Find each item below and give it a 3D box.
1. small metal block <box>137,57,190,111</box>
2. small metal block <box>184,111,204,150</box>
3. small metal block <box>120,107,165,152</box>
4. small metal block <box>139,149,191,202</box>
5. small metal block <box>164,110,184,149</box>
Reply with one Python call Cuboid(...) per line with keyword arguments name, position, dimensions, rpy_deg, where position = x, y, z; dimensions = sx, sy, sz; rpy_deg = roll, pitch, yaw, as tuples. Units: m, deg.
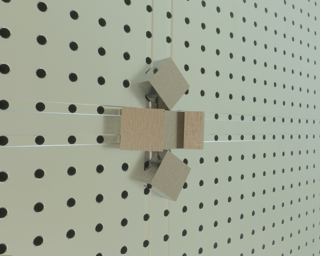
Cuboid(name="small metal block", position=(0.006, -0.057, 0.413), dimensions=(0.050, 0.025, 0.050), rpy_deg=(-52, 120, -28))
Cuboid(name="small metal block", position=(0.048, 0.004, 0.431), dimensions=(0.050, 0.025, 0.050), rpy_deg=(11, 80, -80))
Cuboid(name="small metal block", position=(-0.021, 0.002, 0.374), dimensions=(0.050, 0.025, 0.050), rpy_deg=(2, 89, -4))
Cuboid(name="small metal block", position=(0.008, 0.063, 0.414), dimensions=(0.050, 0.025, 0.050), rpy_deg=(41, 66, -31))
Cuboid(name="small metal block", position=(0.007, 0.003, 0.413), dimensions=(0.050, 0.025, 0.050), rpy_deg=(2, 88, -40))
